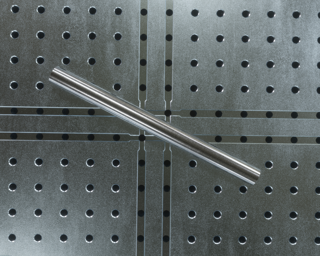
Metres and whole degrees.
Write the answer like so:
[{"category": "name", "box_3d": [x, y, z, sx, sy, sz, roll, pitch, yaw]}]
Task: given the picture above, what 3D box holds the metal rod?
[{"category": "metal rod", "box_3d": [-0.006, -0.003, 0.413, 0.301, 0.025, 0.025, 27, 90, -1]}]
